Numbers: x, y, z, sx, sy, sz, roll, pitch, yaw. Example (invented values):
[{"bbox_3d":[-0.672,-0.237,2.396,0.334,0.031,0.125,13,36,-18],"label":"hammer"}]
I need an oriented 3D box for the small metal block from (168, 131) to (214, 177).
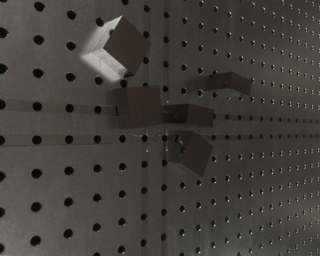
[{"bbox_3d":[0.046,0.038,0.450,0.050,0.025,0.050,36,68,-35],"label":"small metal block"}]

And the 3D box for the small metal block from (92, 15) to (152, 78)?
[{"bbox_3d":[-0.045,-0.096,0.373,0.050,0.025,0.050,38,66,-34],"label":"small metal block"}]

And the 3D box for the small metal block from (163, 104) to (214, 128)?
[{"bbox_3d":[0.038,-0.016,0.427,0.050,0.050,0.025,9,85,-40],"label":"small metal block"}]

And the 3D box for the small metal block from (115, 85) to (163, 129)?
[{"bbox_3d":[-0.025,-0.027,0.390,0.050,0.025,0.050,-9,96,-40],"label":"small metal block"}]

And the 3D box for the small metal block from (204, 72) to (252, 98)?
[{"bbox_3d":[0.106,-0.066,0.485,0.050,0.050,0.025,13,82,-40],"label":"small metal block"}]
